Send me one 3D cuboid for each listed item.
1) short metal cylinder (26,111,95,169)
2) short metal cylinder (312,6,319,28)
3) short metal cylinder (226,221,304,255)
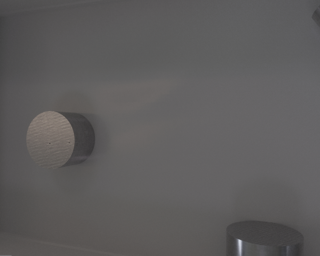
[{"bbox_3d":[-0.142,0.016,0.448,0.080,0.050,0.080,0,90,20],"label":"short metal cylinder"},{"bbox_3d":[0.204,-0.119,0.309,0.080,0.080,0.050,-36,79,16],"label":"short metal cylinder"},{"bbox_3d":[0.114,0.139,0.341,0.080,0.080,0.050,1,91,20],"label":"short metal cylinder"}]
